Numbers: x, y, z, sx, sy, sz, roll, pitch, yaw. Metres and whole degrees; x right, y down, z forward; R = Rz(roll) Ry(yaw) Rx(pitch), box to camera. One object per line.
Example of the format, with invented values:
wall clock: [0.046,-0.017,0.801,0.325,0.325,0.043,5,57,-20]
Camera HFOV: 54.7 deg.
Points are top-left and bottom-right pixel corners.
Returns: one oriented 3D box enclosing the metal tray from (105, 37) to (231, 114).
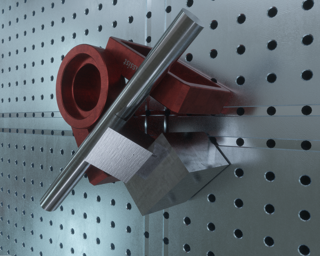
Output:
metal tray: [0.006,-0.061,0.359,0.130,0.091,0.030,38,114,33]

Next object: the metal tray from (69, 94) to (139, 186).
metal tray: [-0.070,0.007,0.422,0.030,0.091,0.130,-36,68,34]

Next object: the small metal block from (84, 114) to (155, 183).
small metal block: [-0.041,0.022,0.318,0.050,0.050,0.025,-50,16,28]

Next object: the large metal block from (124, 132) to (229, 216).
large metal block: [0.017,0.049,0.353,0.080,0.081,0.050,-49,62,29]

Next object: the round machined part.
round machined part: [-0.079,-0.048,0.371,0.098,0.042,0.097,0,90,39]

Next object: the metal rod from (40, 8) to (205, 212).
metal rod: [-0.059,0.002,0.338,0.299,0.025,0.025,-48,62,29]
